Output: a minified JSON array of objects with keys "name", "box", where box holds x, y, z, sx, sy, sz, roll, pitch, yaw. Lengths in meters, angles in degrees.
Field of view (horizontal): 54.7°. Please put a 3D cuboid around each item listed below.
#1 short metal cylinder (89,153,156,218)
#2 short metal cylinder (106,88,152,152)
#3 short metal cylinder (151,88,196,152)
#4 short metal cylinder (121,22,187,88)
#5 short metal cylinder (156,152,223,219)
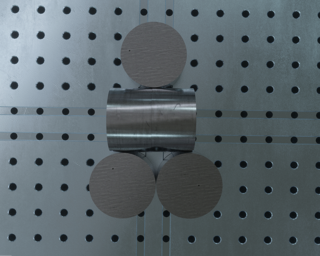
[{"name":"short metal cylinder","box":[-0.046,0.070,0.399,0.081,0.050,0.079,0,90,-1]},{"name":"short metal cylinder","box":[-0.035,-0.010,0.386,0.050,0.080,0.079,0,90,0]},{"name":"short metal cylinder","box":[0.015,-0.010,0.387,0.050,0.080,0.079,0,90,0]},{"name":"short metal cylinder","box":[-0.008,-0.089,0.400,0.081,0.050,0.079,0,90,-1]},{"name":"short metal cylinder","box":[0.036,0.070,0.400,0.081,0.050,0.079,0,90,-1]}]
